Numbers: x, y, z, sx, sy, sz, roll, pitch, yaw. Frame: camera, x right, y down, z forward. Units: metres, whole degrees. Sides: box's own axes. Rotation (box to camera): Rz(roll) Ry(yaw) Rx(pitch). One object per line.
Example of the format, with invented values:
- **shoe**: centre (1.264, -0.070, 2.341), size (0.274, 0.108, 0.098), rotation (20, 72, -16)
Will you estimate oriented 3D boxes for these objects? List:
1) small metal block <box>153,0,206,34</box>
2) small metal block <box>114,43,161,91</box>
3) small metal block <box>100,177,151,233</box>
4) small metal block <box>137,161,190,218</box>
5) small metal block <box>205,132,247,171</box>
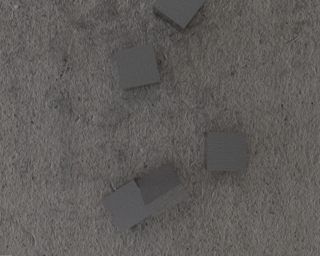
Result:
- **small metal block**: centre (0.026, -0.163, 0.410), size (0.050, 0.025, 0.050), rotation (37, 90, 0)
- **small metal block**: centre (-0.029, -0.079, 0.410), size (0.050, 0.025, 0.050), rotation (-12, 90, 0)
- **small metal block**: centre (-0.042, 0.101, 0.410), size (0.050, 0.025, 0.050), rotation (-32, 90, 0)
- **small metal block**: centre (0.003, 0.077, 0.395), size (0.050, 0.050, 0.025), rotation (-32, 121, 0)
- **small metal block**: centre (0.086, 0.030, 0.411), size (0.050, 0.025, 0.050), rotation (1, 90, 0)
